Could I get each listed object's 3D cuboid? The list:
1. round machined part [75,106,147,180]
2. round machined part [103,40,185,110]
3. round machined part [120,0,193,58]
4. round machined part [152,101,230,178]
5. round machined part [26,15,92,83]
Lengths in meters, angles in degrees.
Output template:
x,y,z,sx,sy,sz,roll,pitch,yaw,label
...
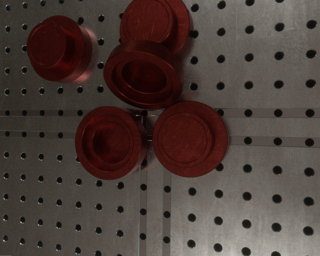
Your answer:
x,y,z,sx,sy,sz,roll,pitch,yaw,label
-0.063,0.019,0.425,0.098,0.042,0.097,0,90,19,round machined part
-0.017,-0.071,0.390,0.098,0.098,0.042,0,51,19,round machined part
-0.009,-0.133,0.406,0.098,0.042,0.097,0,90,19,round machined part
0.035,0.014,0.391,0.098,0.042,0.097,0,90,19,round machined part
-0.155,-0.118,0.456,0.098,0.042,0.097,0,90,19,round machined part
